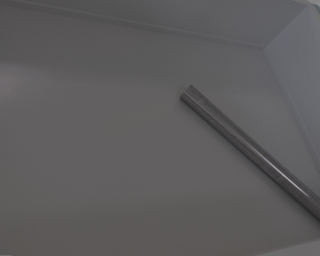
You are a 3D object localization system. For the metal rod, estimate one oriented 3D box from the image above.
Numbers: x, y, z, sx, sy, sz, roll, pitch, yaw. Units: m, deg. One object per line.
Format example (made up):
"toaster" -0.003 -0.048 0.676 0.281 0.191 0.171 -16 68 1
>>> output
"metal rod" 0.150 0.044 0.458 0.300 0.025 0.025 41 51 0
